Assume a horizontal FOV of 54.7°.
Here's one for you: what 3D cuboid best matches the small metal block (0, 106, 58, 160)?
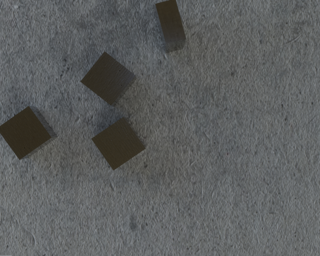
[{"bbox_3d":[-0.174,0.006,0.408,0.050,0.025,0.050,-35,90,0],"label":"small metal block"}]

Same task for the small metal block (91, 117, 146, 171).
[{"bbox_3d":[-0.053,0.020,0.409,0.050,0.025,0.050,-35,90,0],"label":"small metal block"}]

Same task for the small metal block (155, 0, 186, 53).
[{"bbox_3d":[0.013,-0.129,0.397,0.025,0.050,0.050,-15,90,0],"label":"small metal block"}]

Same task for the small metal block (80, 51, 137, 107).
[{"bbox_3d":[-0.067,-0.064,0.409,0.050,0.025,0.050,38,90,0],"label":"small metal block"}]
